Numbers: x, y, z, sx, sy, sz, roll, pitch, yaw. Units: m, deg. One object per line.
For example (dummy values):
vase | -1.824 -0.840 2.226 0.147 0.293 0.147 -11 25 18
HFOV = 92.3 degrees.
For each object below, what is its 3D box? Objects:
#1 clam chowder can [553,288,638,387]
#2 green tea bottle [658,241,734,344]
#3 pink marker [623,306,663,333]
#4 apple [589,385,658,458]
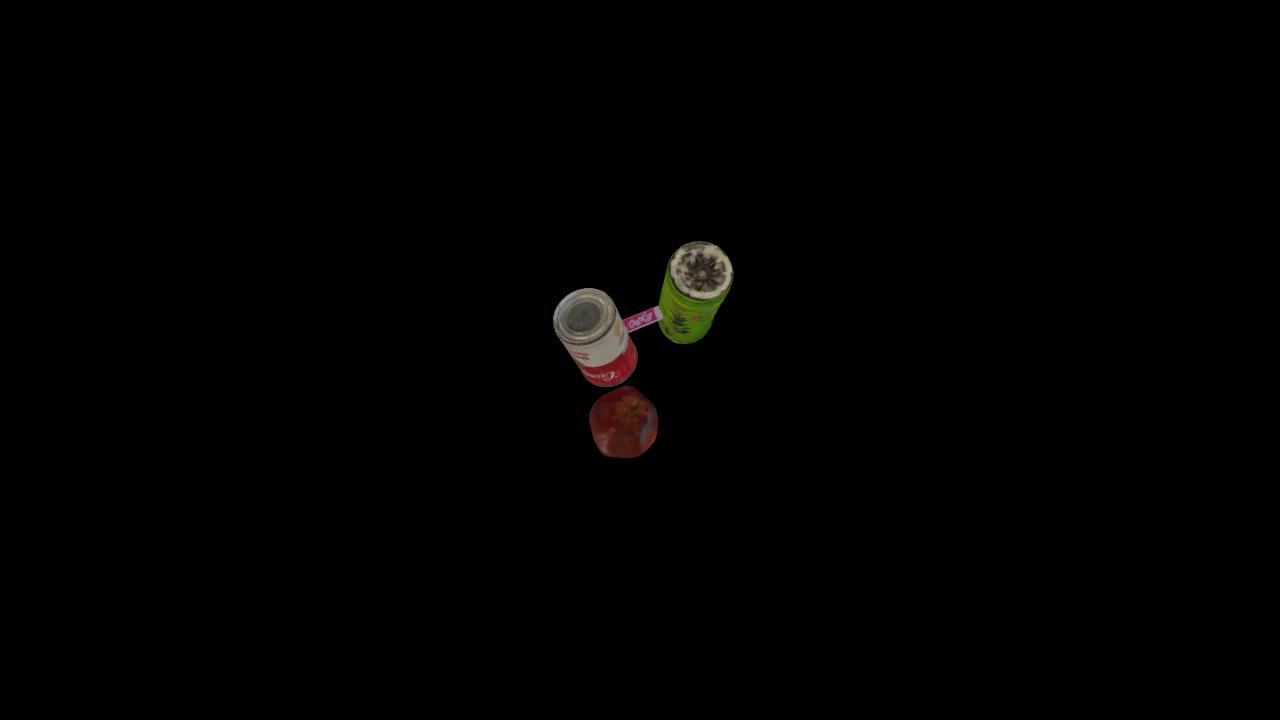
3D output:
clam chowder can | -0.045 -0.022 0.654 0.068 0.068 0.102 0 -27 13
green tea bottle | 0.058 -0.065 0.725 0.073 0.073 0.212 0 -14 -2
pink marker | 0.005 -0.049 0.744 0.121 0.020 0.020 -21 -8 21
apple | -0.017 0.068 0.679 0.079 0.079 0.093 0 -24 -9
